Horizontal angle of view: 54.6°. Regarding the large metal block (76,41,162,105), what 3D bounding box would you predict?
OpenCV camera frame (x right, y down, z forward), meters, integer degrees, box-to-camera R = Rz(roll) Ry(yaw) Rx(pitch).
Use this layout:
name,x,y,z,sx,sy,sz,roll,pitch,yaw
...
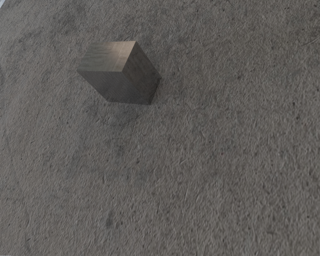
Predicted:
name,x,y,z,sx,sy,sz,roll,pitch,yaw
large metal block,-0.057,-0.078,0.447,0.080,0.080,0.050,7,66,31
